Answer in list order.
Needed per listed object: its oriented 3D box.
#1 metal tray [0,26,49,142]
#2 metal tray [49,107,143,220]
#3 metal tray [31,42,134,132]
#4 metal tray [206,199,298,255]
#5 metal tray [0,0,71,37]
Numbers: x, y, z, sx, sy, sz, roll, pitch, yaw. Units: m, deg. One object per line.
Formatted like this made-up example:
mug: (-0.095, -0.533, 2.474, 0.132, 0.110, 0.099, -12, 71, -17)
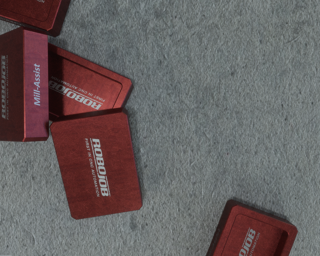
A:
metal tray: (-0.175, -0.049, 0.381, 0.090, 0.030, 0.129, -1, 90, 38)
metal tray: (-0.076, 0.045, 0.390, 0.091, 0.030, 0.129, -9, 105, -2)
metal tray: (-0.112, -0.046, 0.406, 0.131, 0.030, 0.090, 24, 90, 0)
metal tray: (0.112, 0.171, 0.408, 0.090, 0.030, 0.129, 21, 90, 0)
metal tray: (-0.186, -0.184, 0.405, 0.131, 0.030, 0.090, 18, 90, 0)
